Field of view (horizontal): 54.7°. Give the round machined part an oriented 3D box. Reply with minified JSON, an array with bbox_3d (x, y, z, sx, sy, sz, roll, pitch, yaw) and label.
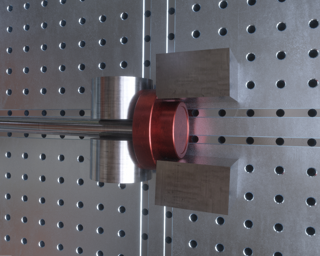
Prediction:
[{"bbox_3d":[0.007,0.002,0.371,0.042,0.098,0.097,1,90,20],"label":"round machined part"}]

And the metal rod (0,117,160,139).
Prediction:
[{"bbox_3d":[-0.121,-0.001,0.443,0.301,0.025,0.025,2,91,24],"label":"metal rod"}]

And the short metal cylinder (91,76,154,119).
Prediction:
[{"bbox_3d":[-0.048,-0.036,0.400,0.080,0.080,0.050,1,91,20],"label":"short metal cylinder"}]

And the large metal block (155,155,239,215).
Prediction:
[{"bbox_3d":[0.047,0.062,0.367,0.080,0.080,0.050,3,91,20],"label":"large metal block"}]

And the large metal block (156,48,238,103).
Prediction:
[{"bbox_3d":[0.047,-0.058,0.367,0.080,0.080,0.050,0,90,20],"label":"large metal block"}]

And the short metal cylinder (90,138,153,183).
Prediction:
[{"bbox_3d":[-0.049,0.039,0.400,0.080,0.080,0.050,2,91,20],"label":"short metal cylinder"}]
